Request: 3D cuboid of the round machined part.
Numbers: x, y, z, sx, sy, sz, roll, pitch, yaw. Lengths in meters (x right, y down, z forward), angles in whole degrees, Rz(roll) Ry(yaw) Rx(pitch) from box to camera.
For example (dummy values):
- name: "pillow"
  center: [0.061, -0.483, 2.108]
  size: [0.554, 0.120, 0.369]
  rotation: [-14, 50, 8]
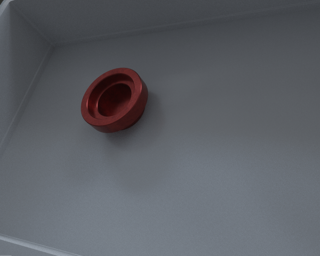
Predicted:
- name: "round machined part"
  center: [-0.061, -0.036, 0.447]
  size: [0.098, 0.042, 0.098]
  rotation: [-13, 56, 20]
